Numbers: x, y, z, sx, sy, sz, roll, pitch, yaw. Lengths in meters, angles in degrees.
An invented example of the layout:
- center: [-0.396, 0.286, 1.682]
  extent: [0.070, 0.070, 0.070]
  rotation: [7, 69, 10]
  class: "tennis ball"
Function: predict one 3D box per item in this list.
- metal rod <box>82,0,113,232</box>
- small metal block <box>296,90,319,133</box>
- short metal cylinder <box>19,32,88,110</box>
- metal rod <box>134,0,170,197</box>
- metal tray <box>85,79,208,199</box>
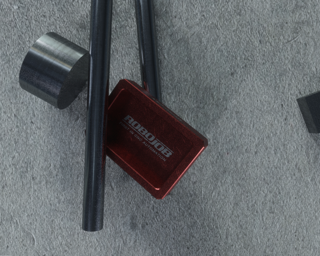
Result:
- center: [-0.075, -0.027, 0.370]
  extent: [0.025, 0.025, 0.298]
  rotation: [3, 93, 0]
  class: "metal rod"
- center: [0.219, -0.025, 0.412]
  extent: [0.050, 0.025, 0.050]
  rotation: [-21, 90, 0]
  class: "small metal block"
- center: [-0.125, -0.070, 0.381]
  extent: [0.050, 0.080, 0.080]
  rotation: [29, 90, 0]
  class: "short metal cylinder"
- center: [-0.012, -0.060, 0.409]
  extent: [0.025, 0.025, 0.298]
  rotation: [-5, 90, 0]
  class: "metal rod"
- center: [-0.018, 0.012, 0.383]
  extent: [0.130, 0.030, 0.090]
  rotation: [39, 102, 13]
  class: "metal tray"
